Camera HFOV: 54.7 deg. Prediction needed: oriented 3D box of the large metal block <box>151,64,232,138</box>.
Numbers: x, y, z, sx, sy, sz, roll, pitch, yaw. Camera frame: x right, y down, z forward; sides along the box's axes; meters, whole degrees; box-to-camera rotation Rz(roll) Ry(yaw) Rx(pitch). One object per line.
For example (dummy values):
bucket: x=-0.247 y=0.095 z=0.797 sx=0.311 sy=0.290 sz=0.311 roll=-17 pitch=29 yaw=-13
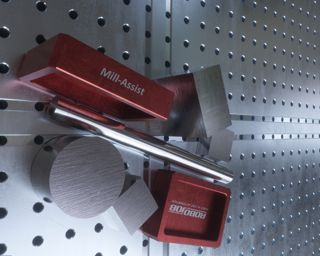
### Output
large metal block: x=0.040 y=-0.034 z=0.408 sx=0.050 sy=0.080 sz=0.080 roll=-24 pitch=105 yaw=-38

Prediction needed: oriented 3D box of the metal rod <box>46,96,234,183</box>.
metal rod: x=-0.001 y=0.028 z=0.408 sx=0.302 sy=0.025 sz=0.025 roll=24 pitch=75 yaw=-37

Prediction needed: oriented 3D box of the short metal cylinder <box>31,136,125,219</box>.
short metal cylinder: x=-0.084 y=0.048 z=0.321 sx=0.081 sy=0.050 sz=0.080 roll=0 pitch=90 yaw=-40

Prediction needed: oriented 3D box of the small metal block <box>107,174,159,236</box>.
small metal block: x=-0.036 y=0.093 z=0.380 sx=0.050 sy=0.025 sz=0.050 roll=-40 pitch=114 yaw=-33

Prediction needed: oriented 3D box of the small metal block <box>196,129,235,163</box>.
small metal block: x=0.086 y=0.024 z=0.481 sx=0.050 sy=0.025 sz=0.050 roll=22 pitch=76 yaw=-38

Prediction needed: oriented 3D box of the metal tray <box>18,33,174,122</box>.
metal tray: x=-0.062 y=-0.042 z=0.313 sx=0.131 sy=0.090 sz=0.030 roll=23 pitch=76 yaw=-38

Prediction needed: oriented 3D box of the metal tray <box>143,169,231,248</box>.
metal tray: x=0.044 y=0.117 z=0.442 sx=0.131 sy=0.030 sz=0.090 roll=23 pitch=76 yaw=-38
